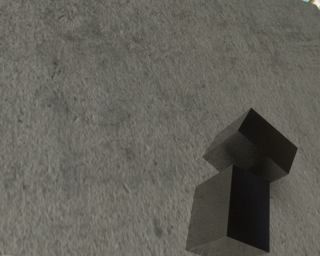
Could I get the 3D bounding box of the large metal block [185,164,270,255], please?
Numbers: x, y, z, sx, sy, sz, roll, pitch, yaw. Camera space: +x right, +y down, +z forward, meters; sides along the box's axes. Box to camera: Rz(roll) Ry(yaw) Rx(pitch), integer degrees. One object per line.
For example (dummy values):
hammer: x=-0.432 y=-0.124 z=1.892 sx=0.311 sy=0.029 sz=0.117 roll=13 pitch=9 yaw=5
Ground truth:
large metal block: x=0.076 y=0.099 z=0.351 sx=0.050 sy=0.080 sz=0.080 roll=25 pitch=53 yaw=-13

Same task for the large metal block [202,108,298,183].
large metal block: x=0.118 y=0.033 z=0.414 sx=0.080 sy=0.080 sz=0.050 roll=41 pitch=51 yaw=-1
